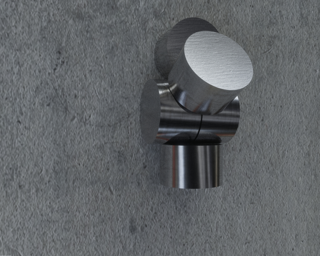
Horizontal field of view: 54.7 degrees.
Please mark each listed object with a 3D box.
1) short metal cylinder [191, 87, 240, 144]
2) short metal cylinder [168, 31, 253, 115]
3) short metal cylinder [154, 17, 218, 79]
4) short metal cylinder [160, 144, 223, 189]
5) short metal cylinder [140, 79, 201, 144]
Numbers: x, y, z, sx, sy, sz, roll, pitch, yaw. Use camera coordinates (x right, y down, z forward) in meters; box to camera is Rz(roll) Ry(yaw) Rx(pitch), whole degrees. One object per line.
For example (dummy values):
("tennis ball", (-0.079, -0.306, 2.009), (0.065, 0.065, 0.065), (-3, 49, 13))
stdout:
("short metal cylinder", (0.060, -0.019, 0.404), (0.050, 0.080, 0.079), (0, 90, -20))
("short metal cylinder", (0.055, -0.061, 0.348), (0.081, 0.050, 0.080), (10, 59, -16))
("short metal cylinder", (0.038, -0.099, 0.413), (0.081, 0.050, 0.079), (0, 90, -21))
("short metal cylinder", (0.040, 0.045, 0.397), (0.081, 0.080, 0.050), (0, 90, -20))
("short metal cylinder", (0.010, -0.020, 0.386), (0.050, 0.080, 0.079), (1, 90, -21))
